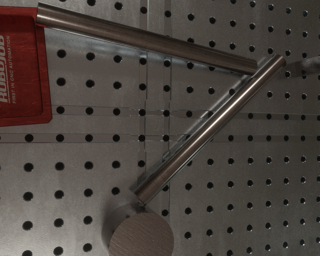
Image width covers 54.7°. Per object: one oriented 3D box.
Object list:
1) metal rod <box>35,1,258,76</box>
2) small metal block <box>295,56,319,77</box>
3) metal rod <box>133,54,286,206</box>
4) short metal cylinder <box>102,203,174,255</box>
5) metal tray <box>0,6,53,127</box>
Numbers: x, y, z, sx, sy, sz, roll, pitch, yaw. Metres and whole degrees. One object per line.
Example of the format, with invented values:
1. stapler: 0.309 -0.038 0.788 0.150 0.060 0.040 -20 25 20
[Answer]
1. metal rod: 0.003 -0.106 0.398 0.302 0.025 0.025 7 88 -26
2. small metal block: 0.256 -0.101 0.496 0.050 0.050 0.025 -11 94 -20
3. metal rod: 0.079 -0.006 0.443 0.301 0.025 0.025 -43 104 -15
4. short metal cylinder: -0.029 0.140 0.390 0.081 0.050 0.079 0 90 -21
5. metal tray: -0.174 -0.066 0.345 0.091 0.030 0.129 -5 92 -20
